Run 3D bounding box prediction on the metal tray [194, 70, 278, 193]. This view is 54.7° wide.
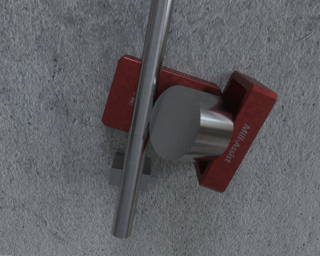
[{"bbox_3d":[0.084,0.002,0.378,0.030,0.090,0.129,22,109,-8],"label":"metal tray"}]

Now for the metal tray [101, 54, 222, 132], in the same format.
[{"bbox_3d":[0.001,-0.031,0.396,0.131,0.030,0.089,17,109,-7],"label":"metal tray"}]

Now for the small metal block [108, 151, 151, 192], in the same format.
[{"bbox_3d":[-0.040,0.058,0.418,0.050,0.050,0.025,12,110,-5],"label":"small metal block"}]

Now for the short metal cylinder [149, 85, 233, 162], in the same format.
[{"bbox_3d":[0.033,-0.003,0.342,0.050,0.080,0.079,9,114,-39],"label":"short metal cylinder"}]

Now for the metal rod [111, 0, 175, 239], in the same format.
[{"bbox_3d":[-0.021,-0.010,0.365,0.025,0.025,0.298,10,101,-4],"label":"metal rod"}]
